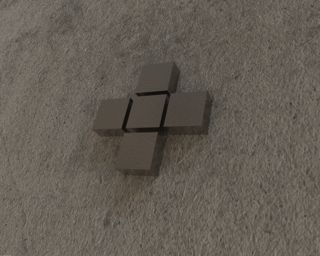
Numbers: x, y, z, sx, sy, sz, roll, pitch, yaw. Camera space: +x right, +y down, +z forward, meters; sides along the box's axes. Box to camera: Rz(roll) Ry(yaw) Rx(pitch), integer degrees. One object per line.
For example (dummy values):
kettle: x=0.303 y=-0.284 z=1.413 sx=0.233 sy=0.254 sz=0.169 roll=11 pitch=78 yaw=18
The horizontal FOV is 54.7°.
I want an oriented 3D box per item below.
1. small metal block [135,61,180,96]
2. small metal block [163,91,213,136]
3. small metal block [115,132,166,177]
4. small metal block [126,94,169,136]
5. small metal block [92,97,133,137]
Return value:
small metal block: x=-0.002 y=-0.066 z=0.446 sx=0.050 sy=0.025 sz=0.050 roll=-2 pitch=61 yaw=27
small metal block: x=0.037 y=-0.018 z=0.396 sx=0.050 sy=0.025 sz=0.050 roll=-2 pitch=61 yaw=27
small metal block: x=-0.024 y=0.034 z=0.396 sx=0.050 sy=0.025 sz=0.050 roll=-2 pitch=61 yaw=27
small metal block: x=-0.013 y=-0.017 z=0.421 sx=0.050 sy=0.025 sz=0.050 roll=-2 pitch=61 yaw=27
small metal block: x=-0.064 y=-0.015 z=0.446 sx=0.050 sy=0.025 sz=0.050 roll=-2 pitch=61 yaw=27
